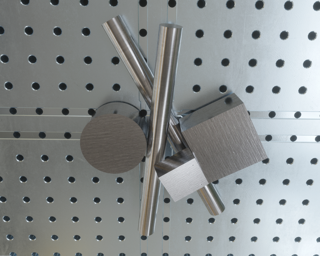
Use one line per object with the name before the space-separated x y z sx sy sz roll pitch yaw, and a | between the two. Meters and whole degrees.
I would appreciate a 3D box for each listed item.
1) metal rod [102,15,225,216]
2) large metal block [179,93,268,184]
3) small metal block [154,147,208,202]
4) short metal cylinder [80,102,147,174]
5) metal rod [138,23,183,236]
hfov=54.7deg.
metal rod | 0.013 -0.003 0.408 0.025 0.025 0.299 -27 109 9
large metal block | 0.080 0.012 0.401 0.080 0.050 0.080 -26 108 9
small metal block | 0.028 0.060 0.398 0.050 0.025 0.050 -29 123 2
short metal cylinder | -0.057 0.012 0.400 0.081 0.050 0.079 0 110 -1
metal rod | -0.004 0.022 0.397 0.025 0.025 0.298 6 118 -2
